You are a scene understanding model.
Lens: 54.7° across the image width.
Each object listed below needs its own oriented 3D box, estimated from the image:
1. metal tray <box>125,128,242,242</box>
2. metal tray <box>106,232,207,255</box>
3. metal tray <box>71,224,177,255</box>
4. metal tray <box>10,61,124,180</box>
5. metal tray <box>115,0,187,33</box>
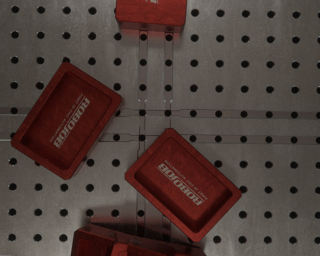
[{"bbox_3d":[0.030,0.073,0.411,0.130,0.030,0.090,43,90,-1],"label":"metal tray"},{"bbox_3d":[-0.009,0.193,0.396,0.131,0.030,0.090,16,90,-14],"label":"metal tray"},{"bbox_3d":[-0.050,0.182,0.388,0.130,0.030,0.089,8,90,20],"label":"metal tray"},{"bbox_3d":[-0.120,-0.009,0.409,0.090,0.030,0.130,33,90,-1],"label":"metal tray"},{"bbox_3d":[-0.008,-0.198,0.411,0.091,0.030,0.129,4,90,-1],"label":"metal tray"}]
